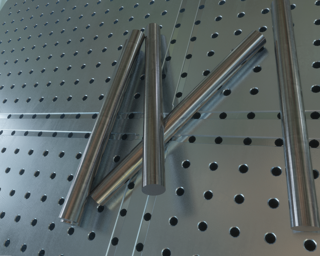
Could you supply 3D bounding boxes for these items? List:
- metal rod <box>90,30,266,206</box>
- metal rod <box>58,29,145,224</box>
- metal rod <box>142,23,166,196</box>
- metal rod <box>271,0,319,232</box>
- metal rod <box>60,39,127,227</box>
[{"bbox_3d":[0.025,-0.015,0.404,0.300,0.025,0.025,-45,51,-3],"label":"metal rod"},{"bbox_3d":[-0.073,-0.019,0.435,0.025,0.025,0.300,1,61,29],"label":"metal rod"},{"bbox_3d":[-0.009,-0.050,0.420,0.025,0.025,0.300,-17,47,18],"label":"metal rod"},{"bbox_3d":[0.149,-0.039,0.354,0.025,0.025,0.300,-7,58,24],"label":"metal rod"},{"bbox_3d":[-0.081,-0.009,0.457,0.025,0.025,0.300,0,61,28],"label":"metal rod"}]
